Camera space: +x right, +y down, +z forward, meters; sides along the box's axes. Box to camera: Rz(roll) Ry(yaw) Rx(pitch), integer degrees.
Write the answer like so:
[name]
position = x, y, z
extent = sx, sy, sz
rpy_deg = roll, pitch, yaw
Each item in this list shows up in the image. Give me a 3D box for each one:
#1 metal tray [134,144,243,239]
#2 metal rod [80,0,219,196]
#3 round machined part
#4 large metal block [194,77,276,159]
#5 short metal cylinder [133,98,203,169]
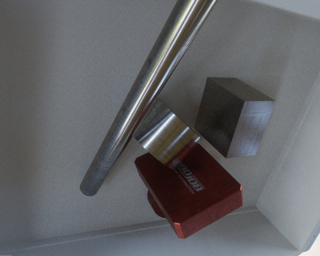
[metal tray]
position = 0.033, 0.068, 0.402
extent = 0.091, 0.130, 0.030
rpy_deg = -25, 128, -13
[metal rod]
position = -0.030, -0.011, 0.309
extent = 0.025, 0.025, 0.298
rpy_deg = 3, 142, -30
[round machined part]
position = 0.034, 0.105, 0.483
extent = 0.099, 0.042, 0.097
rpy_deg = -14, 125, -21
[large metal block]
position = 0.096, -0.016, 0.418
extent = 0.050, 0.080, 0.079
rpy_deg = -3, 120, -27
[short metal cylinder]
position = 0.006, 0.005, 0.381
extent = 0.050, 0.080, 0.080
rpy_deg = -47, 130, 5
